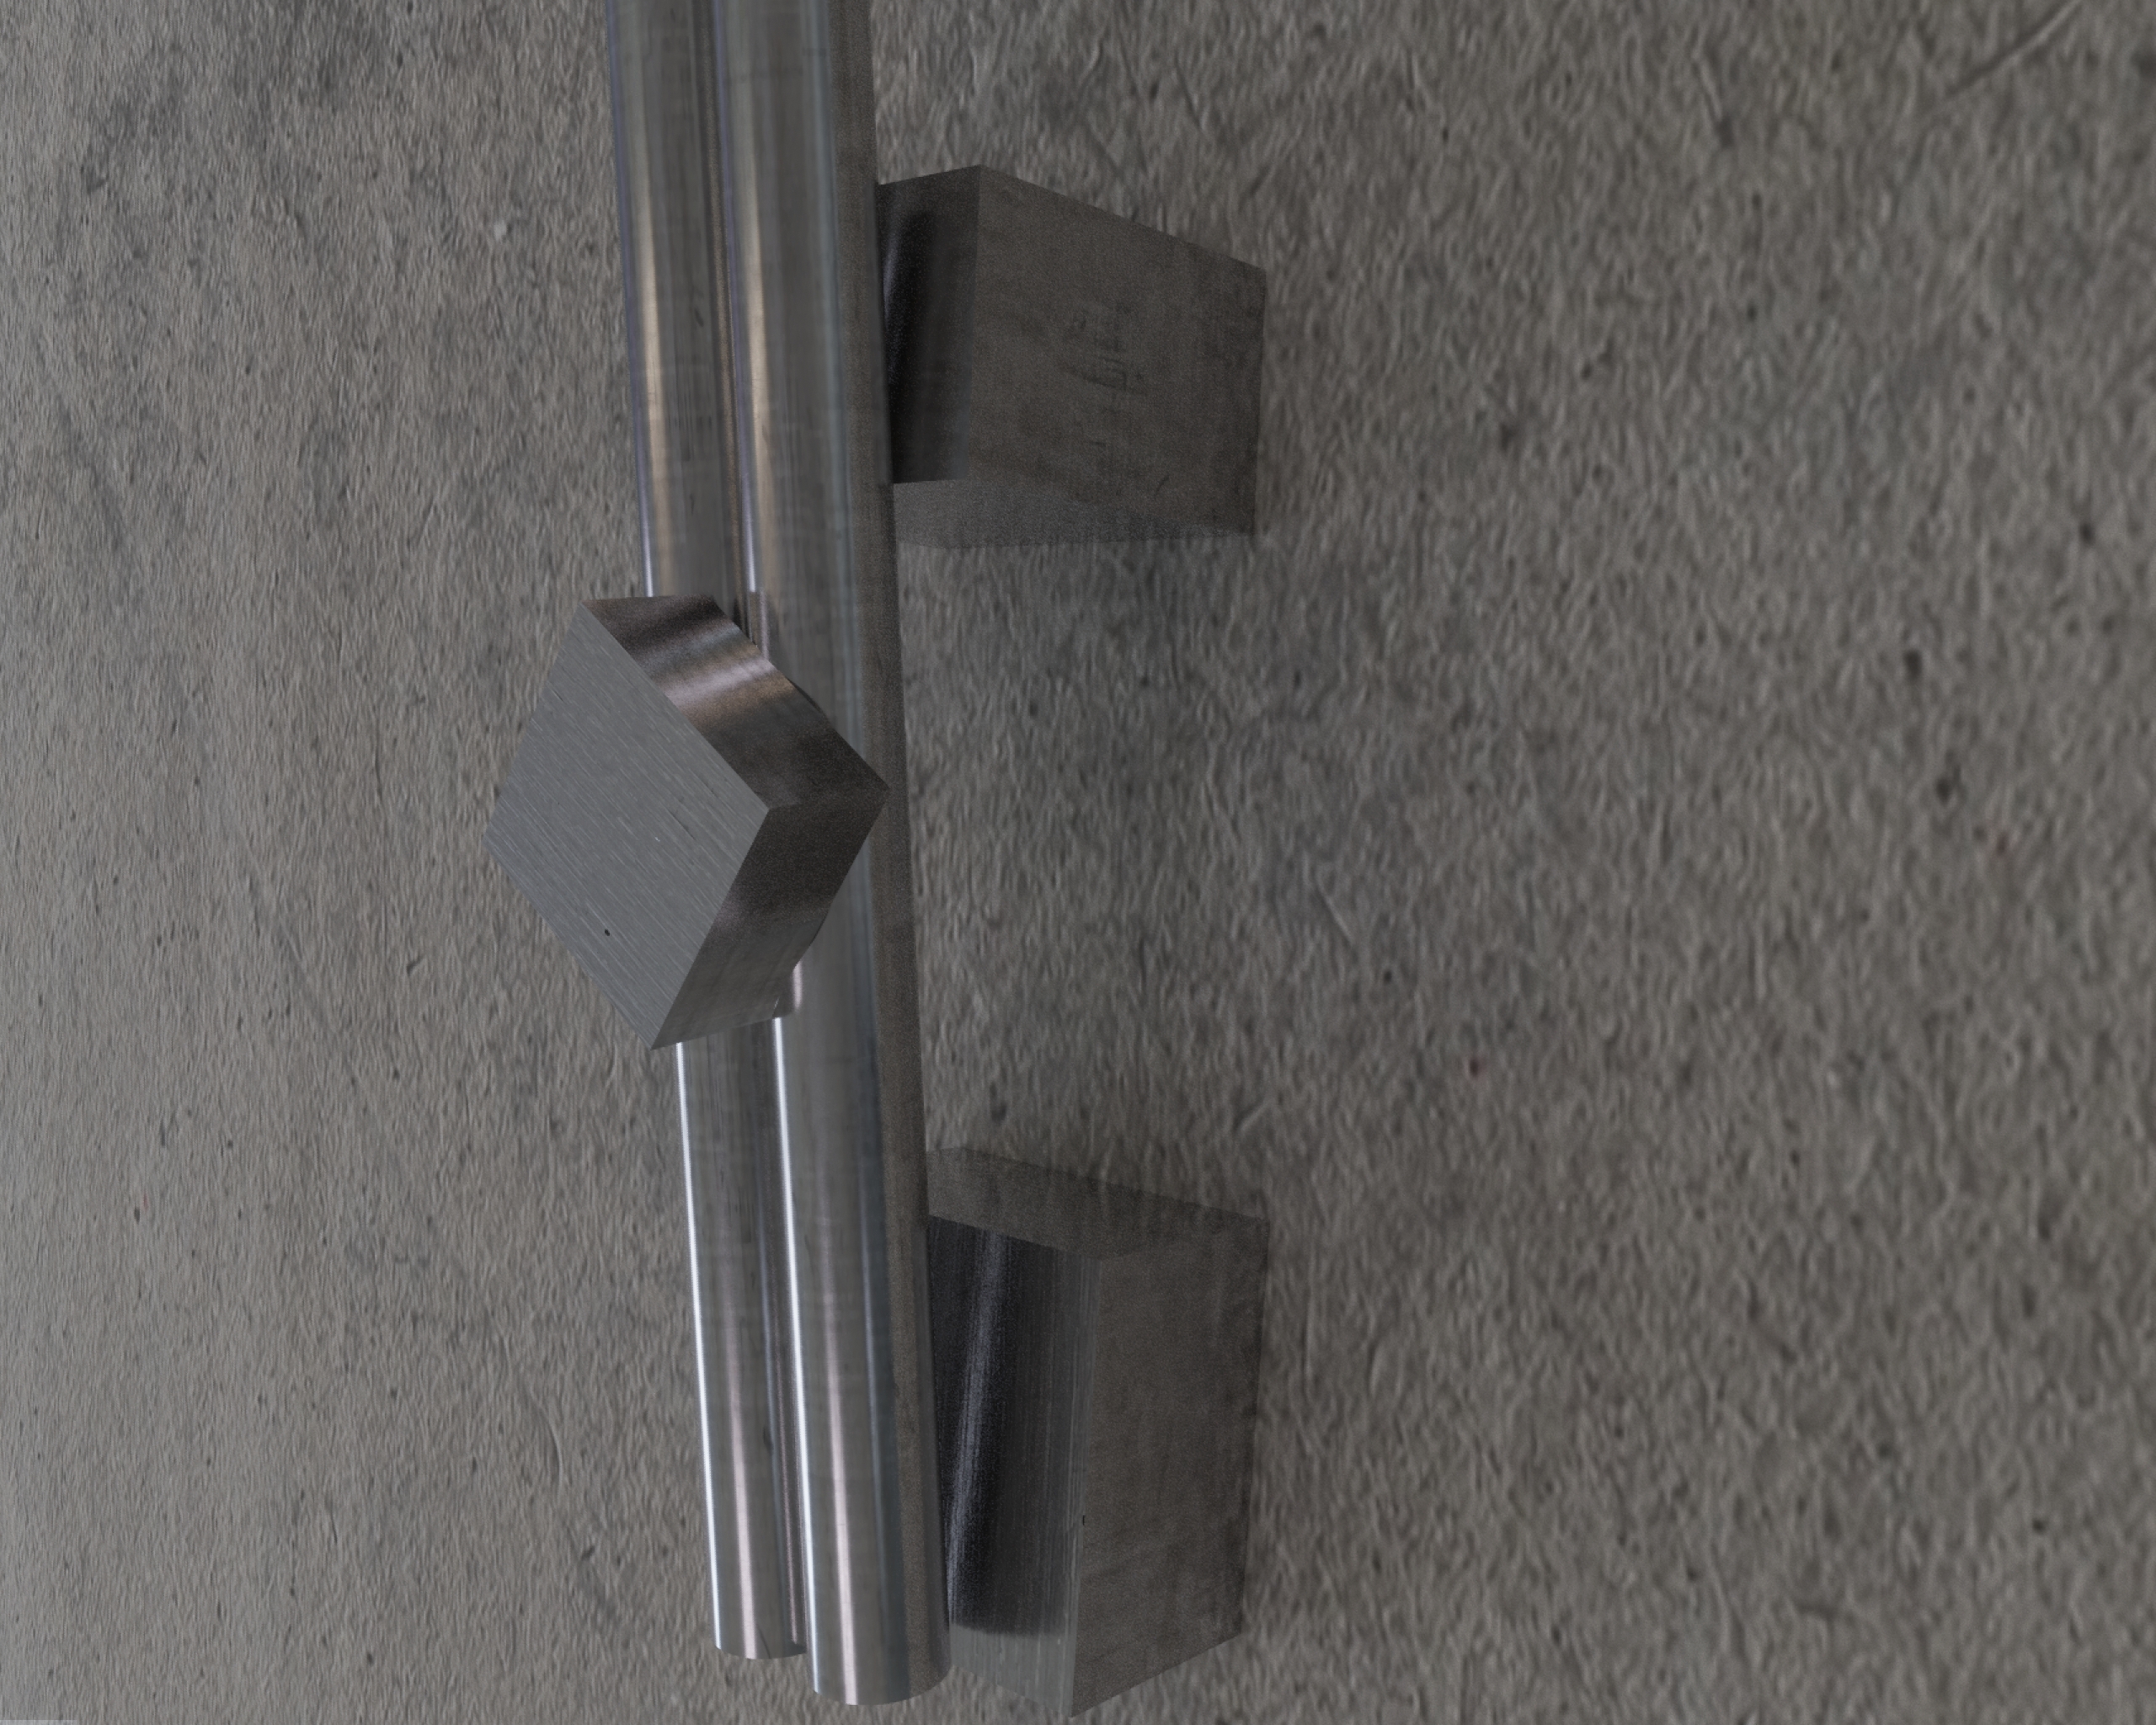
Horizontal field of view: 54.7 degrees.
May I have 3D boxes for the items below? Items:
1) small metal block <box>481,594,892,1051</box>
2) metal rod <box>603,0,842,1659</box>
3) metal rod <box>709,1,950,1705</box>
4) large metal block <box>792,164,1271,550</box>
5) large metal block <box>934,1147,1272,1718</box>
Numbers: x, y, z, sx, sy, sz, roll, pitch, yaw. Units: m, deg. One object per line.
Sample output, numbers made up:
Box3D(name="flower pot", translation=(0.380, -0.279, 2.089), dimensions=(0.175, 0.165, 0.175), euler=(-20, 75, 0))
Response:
Box3D(name="small metal block", translation=(-0.063, -0.007, 0.331), dimensions=(0.050, 0.025, 0.050), euler=(46, 123, 24))
Box3D(name="metal rod", translation=(-0.060, -0.009, 0.361), dimensions=(0.025, 0.025, 0.298), euler=(4, 100, 40))
Box3D(name="metal rod", translation=(-0.040, -0.007, 0.345), dimensions=(0.025, 0.025, 0.298), euler=(4, 100, 40))
Box3D(name="large metal block", translation=(-0.021, -0.089, 0.389), dimensions=(0.080, 0.081, 0.050), euler=(5, 93, 40))
Box3D(name="large metal block", translation=(-0.013, 0.103, 0.400), dimensions=(0.080, 0.050, 0.079), euler=(6, 94, 39))
